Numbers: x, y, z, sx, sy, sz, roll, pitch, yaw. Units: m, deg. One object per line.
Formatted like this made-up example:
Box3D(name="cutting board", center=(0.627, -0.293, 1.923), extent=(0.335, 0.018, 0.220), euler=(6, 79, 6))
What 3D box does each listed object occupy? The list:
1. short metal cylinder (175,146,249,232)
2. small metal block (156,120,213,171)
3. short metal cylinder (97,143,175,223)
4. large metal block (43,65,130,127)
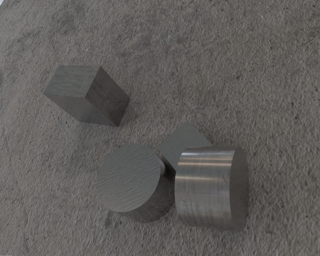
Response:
Box3D(name="short metal cylinder", center=(0.054, 0.058, 0.305), extent=(0.050, 0.080, 0.080), euler=(-2, 61, 27))
Box3D(name="small metal block", center=(0.033, 0.027, 0.370), extent=(0.050, 0.025, 0.050), euler=(-41, 51, 0))
Box3D(name="short metal cylinder", center=(-0.026, 0.065, 0.362), extent=(0.080, 0.050, 0.080), euler=(-13, 56, 21))
Box3D(name="large metal block", center=(-0.104, -0.046, 0.451), extent=(0.080, 0.080, 0.050), euler=(8, 66, 31))
